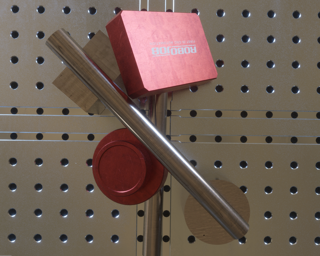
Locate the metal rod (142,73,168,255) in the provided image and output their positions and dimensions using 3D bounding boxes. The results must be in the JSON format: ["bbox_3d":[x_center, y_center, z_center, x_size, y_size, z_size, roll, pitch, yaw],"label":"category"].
[{"bbox_3d":[-0.005,0.020,0.413,0.025,0.025,0.298,2,90,-1],"label":"metal rod"}]

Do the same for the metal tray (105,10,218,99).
[{"bbox_3d":[0.008,-0.090,0.372,0.131,0.030,0.090,-18,90,-42],"label":"metal tray"}]

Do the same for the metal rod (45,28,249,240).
[{"bbox_3d":[-0.007,0.013,0.343,0.025,0.025,0.300,-43,98,0],"label":"metal rod"}]

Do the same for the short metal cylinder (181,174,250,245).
[{"bbox_3d":[0.070,0.103,0.402,0.081,0.050,0.079,0,90,-1],"label":"short metal cylinder"}]

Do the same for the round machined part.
[{"bbox_3d":[-0.042,0.049,0.389,0.098,0.042,0.097,0,90,17],"label":"round machined part"}]

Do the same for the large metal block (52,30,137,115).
[{"bbox_3d":[-0.075,-0.064,0.386,0.050,0.080,0.080,41,90,-1],"label":"large metal block"}]
